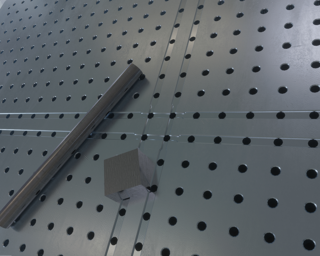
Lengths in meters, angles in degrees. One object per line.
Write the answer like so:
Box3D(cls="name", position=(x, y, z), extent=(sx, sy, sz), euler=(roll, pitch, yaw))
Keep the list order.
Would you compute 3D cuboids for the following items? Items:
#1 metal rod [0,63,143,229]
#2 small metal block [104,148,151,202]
Box3D(cls="metal rod", position=(-0.132, 0.021, 0.463), extent=(0.025, 0.025, 0.300), euler=(34, 80, 38))
Box3D(cls="small metal block", position=(-0.043, 0.060, 0.394), extent=(0.050, 0.025, 0.050), euler=(-20, 54, 16))
